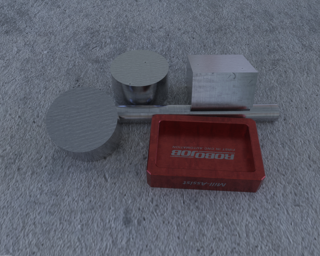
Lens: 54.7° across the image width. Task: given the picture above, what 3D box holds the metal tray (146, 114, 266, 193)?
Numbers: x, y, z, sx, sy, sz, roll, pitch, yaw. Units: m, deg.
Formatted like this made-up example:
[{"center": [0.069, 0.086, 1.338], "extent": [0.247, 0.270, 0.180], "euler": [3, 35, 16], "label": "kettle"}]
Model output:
[{"center": [0.053, 0.028, 0.377], "extent": [0.131, 0.030, 0.090], "euler": [3, 50, 2], "label": "metal tray"}]

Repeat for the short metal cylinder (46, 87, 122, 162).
[{"center": [-0.089, -0.003, 0.374], "extent": [0.081, 0.050, 0.080], "euler": [0, 71, -1], "label": "short metal cylinder"}]

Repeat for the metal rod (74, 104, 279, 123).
[{"center": [0.008, -0.019, 0.422], "extent": [0.302, 0.025, 0.025], "euler": [-1, 50, -1], "label": "metal rod"}]

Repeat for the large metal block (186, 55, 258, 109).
[{"center": [0.080, -0.066, 0.428], "extent": [0.081, 0.050, 0.080], "euler": [0, 29, -1], "label": "large metal block"}]

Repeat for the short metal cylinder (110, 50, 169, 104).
[{"center": [-0.028, -0.068, 0.446], "extent": [0.081, 0.050, 0.080], "euler": [0, 49, 0], "label": "short metal cylinder"}]
